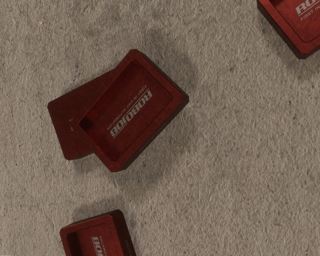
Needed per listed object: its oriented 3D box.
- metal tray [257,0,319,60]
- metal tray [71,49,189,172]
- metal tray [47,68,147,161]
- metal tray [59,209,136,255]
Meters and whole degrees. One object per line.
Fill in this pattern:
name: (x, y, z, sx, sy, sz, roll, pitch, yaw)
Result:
metal tray: (0.187, -0.150, 0.340, 0.130, 0.030, 0.090, -36, 79, 16)
metal tray: (-0.039, -0.020, 0.386, 0.090, 0.030, 0.130, 46, 104, 13)
metal tray: (-0.087, -0.018, 0.436, 0.130, 0.030, 0.090, -23, 83, 18)
metal tray: (-0.079, 0.190, 0.432, 0.090, 0.030, 0.129, -21, 83, 18)
